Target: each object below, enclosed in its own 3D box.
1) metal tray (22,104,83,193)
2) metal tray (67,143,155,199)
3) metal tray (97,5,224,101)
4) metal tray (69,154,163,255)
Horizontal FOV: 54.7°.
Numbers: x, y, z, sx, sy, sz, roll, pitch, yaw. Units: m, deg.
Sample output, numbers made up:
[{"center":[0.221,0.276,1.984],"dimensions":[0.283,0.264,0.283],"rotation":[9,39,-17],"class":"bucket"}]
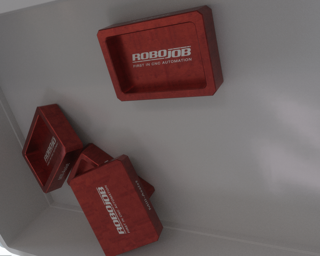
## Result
[{"center":[-0.178,0.035,0.501],"dimensions":[0.090,0.030,0.129],"rotation":[52,131,18],"class":"metal tray"},{"center":[-0.083,0.095,0.507],"dimensions":[0.130,0.030,0.089],"rotation":[35,129,5],"class":"metal tray"},{"center":[-0.001,-0.080,0.355],"dimensions":[0.130,0.030,0.089],"rotation":[-1,118,28],"class":"metal tray"},{"center":[-0.064,0.115,0.457],"dimensions":[0.090,0.030,0.129],"rotation":[-25,93,15],"class":"metal tray"}]
